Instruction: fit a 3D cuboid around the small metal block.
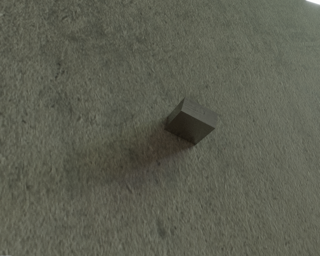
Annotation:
[{"bbox_3d":[0.041,-0.008,0.414,0.050,0.050,0.025,26,53,-12],"label":"small metal block"}]
